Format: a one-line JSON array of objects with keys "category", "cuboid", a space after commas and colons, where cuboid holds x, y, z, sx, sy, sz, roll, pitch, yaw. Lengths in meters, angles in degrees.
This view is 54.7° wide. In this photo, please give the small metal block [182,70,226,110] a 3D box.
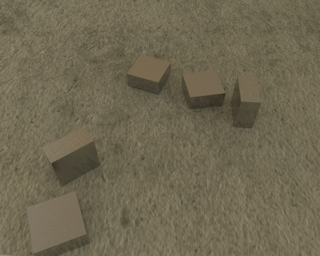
[{"category": "small metal block", "cuboid": [0.062, -0.056, 0.451, 0.050, 0.025, 0.050, -7, 51, -7]}]

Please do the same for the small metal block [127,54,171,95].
[{"category": "small metal block", "cuboid": [-0.016, -0.082, 0.472, 0.050, 0.025, 0.050, 18, 52, 14]}]

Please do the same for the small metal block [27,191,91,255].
[{"category": "small metal block", "cuboid": [-0.104, 0.100, 0.318, 0.050, 0.025, 0.050, -17, 52, -14]}]

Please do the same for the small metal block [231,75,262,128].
[{"category": "small metal block", "cuboid": [0.115, -0.035, 0.418, 0.025, 0.050, 0.050, 4, 50, 3]}]

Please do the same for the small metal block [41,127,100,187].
[{"category": "small metal block", "cuboid": [-0.101, 0.034, 0.357, 0.050, 0.050, 0.025, -30, 56, -23]}]
